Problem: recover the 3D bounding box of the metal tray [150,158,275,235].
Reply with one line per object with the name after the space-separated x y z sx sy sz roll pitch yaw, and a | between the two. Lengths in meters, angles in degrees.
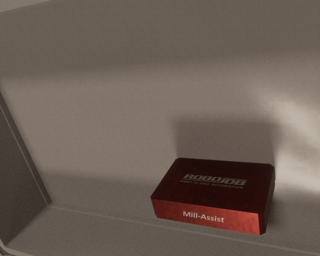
0.066 0.077 0.378 0.130 0.090 0.030 1 119 27 | metal tray
